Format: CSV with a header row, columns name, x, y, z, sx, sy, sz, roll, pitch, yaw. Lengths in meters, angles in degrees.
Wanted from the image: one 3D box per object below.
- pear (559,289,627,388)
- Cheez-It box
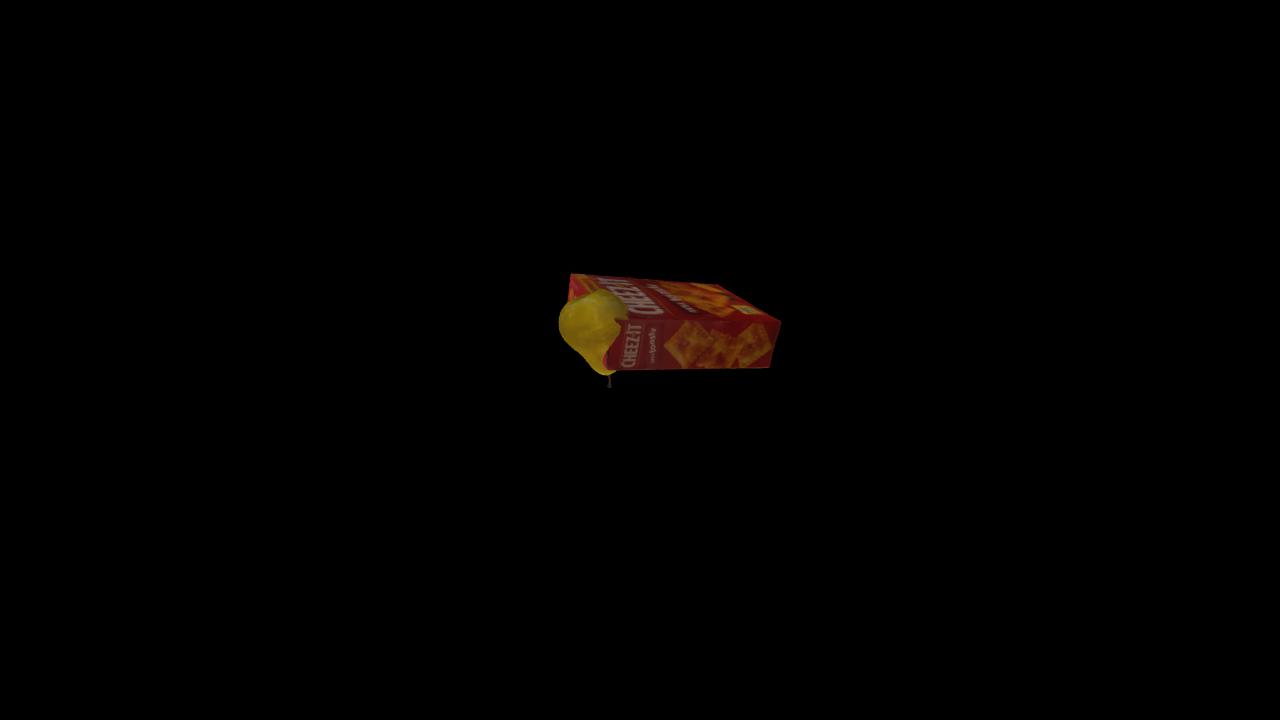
name,x,y,z,sx,sy,sz,roll,pitch,yaw
pear,-0.042,-0.020,0.682,0.080,0.111,0.080,-22,12,5
Cheez-It box,0.035,-0.049,0.768,0.223,0.071,0.166,0,23,-24
